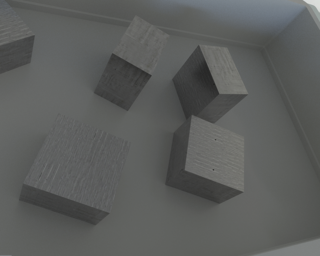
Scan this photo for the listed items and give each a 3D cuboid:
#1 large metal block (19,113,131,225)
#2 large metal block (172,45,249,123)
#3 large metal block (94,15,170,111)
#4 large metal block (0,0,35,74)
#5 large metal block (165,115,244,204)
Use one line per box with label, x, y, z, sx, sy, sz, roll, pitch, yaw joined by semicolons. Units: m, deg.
large metal block;-0.085;0.043;0.318;0.080;0.050;0.080;24;53;-14
large metal block;0.068;-0.060;0.446;0.050;0.080;0.080;-3;63;-30
large metal block;-0.037;-0.083;0.402;0.050;0.080;0.080;29;52;-11
large metal block;-0.202;-0.104;0.344;0.080;0.050;0.081;49;51;6
large metal block;0.059;0.041;0.398;0.080;0.050;0.080;22;53;-15
